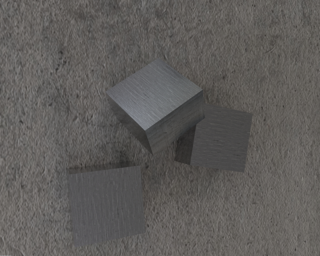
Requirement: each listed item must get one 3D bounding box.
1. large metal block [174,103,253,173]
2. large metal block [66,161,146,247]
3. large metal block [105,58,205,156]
[{"bbox_3d":[0.072,0.013,0.422,0.081,0.050,0.080,10,87,-20],"label":"large metal block"},{"bbox_3d":[-0.066,0.086,0.371,0.081,0.050,0.079,-5,92,-20],"label":"large metal block"},{"bbox_3d":[-0.005,-0.027,0.371,0.080,0.080,0.050,-36,145,-16],"label":"large metal block"}]
